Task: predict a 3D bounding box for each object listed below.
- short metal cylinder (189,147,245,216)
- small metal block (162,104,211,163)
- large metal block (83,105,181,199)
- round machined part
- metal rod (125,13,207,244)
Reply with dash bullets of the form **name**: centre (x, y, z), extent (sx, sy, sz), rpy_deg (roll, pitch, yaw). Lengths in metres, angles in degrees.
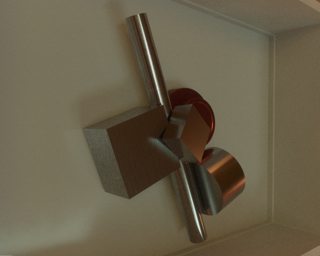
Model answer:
- **short metal cylinder**: centre (0.069, 0.073, 0.430), extent (0.050, 0.080, 0.080), rpy_deg (-26, 107, -37)
- **small metal block**: centre (0.033, 0.007, 0.372), extent (0.050, 0.025, 0.050), rpy_deg (50, 49, -37)
- **large metal block**: centre (-0.030, 0.024, 0.361), extent (0.081, 0.050, 0.080), rpy_deg (-26, 107, -37)
- **round machined part**: centre (0.038, -0.007, 0.427), extent (0.099, 0.042, 0.097), rpy_deg (0, 90, -40)
- **metal rod**: centre (0.013, 0.011, 0.390), extent (0.025, 0.025, 0.298), rpy_deg (-26, 107, -37)
